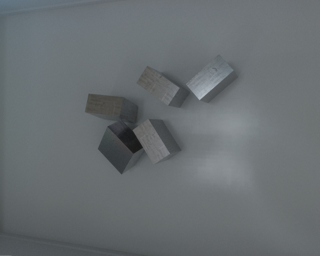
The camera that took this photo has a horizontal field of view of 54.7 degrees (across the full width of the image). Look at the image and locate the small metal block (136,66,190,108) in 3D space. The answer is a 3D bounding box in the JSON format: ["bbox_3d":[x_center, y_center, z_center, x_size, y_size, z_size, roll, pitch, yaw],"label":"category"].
[{"bbox_3d":[0.005,-0.051,0.395,0.050,0.050,0.025,37,102,16],"label":"small metal block"}]

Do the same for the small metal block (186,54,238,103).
[{"bbox_3d":[0.064,-0.057,0.374,0.050,0.050,0.025,-42,77,15],"label":"small metal block"}]

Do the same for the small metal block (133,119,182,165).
[{"bbox_3d":[-0.002,0.016,0.397,0.025,0.050,0.050,-35,79,16],"label":"small metal block"}]

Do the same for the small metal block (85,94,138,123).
[{"bbox_3d":[-0.064,-0.026,0.417,0.050,0.050,0.025,7,83,19],"label":"small metal block"}]

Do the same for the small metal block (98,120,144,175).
[{"bbox_3d":[-0.052,0.026,0.416,0.050,0.025,0.050,45,135,14],"label":"small metal block"}]
